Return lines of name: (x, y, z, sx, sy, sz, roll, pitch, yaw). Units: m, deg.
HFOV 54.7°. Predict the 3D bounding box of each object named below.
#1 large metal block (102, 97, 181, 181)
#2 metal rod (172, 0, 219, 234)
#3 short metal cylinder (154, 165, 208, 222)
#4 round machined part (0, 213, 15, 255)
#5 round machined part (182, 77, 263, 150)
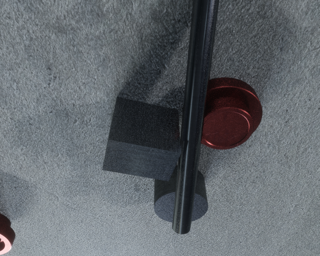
large metal block: (-0.022, 0.013, 0.382, 0.081, 0.080, 0.050, 11, 129, -10)
metal rod: (0.037, 0.001, 0.358, 0.025, 0.025, 0.298, 2, 115, -2)
short metal cylinder: (0.031, 0.103, 0.479, 0.081, 0.050, 0.079, 0, 130, 0)
round machined part: (-0.307, 0.182, 0.548, 0.099, 0.042, 0.097, 0, 130, 0)
round machined part: (0.079, -0.011, 0.388, 0.099, 0.042, 0.097, 0, 130, 0)
